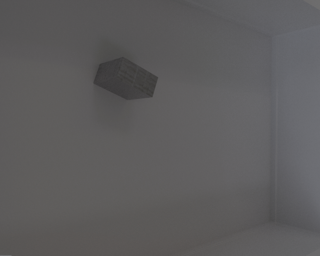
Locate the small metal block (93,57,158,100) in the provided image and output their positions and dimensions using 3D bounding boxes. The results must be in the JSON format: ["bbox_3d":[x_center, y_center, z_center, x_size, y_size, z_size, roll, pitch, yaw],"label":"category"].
[{"bbox_3d":[-0.039,-0.055,0.356,0.050,0.050,0.025,25,75,-37],"label":"small metal block"}]
